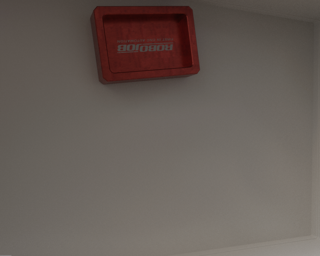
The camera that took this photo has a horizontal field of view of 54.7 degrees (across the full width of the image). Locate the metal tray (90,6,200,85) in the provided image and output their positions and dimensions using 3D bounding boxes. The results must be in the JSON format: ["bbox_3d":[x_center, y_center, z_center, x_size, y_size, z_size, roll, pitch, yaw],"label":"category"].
[{"bbox_3d":[-0.017,-0.108,0.402,0.131,0.030,0.089,-9,93,-20],"label":"metal tray"}]
